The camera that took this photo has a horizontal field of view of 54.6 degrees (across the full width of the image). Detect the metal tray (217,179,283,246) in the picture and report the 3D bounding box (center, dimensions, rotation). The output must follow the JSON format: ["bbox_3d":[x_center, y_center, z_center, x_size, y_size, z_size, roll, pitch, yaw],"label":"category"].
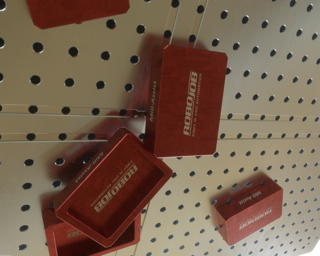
[{"bbox_3d":[0.178,0.166,0.606,0.131,0.030,0.090,-24,127,-14],"label":"metal tray"}]

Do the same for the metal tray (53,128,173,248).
[{"bbox_3d":[-0.057,0.076,0.396,0.130,0.030,0.090,-48,118,-7],"label":"metal tray"}]

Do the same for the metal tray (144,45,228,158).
[{"bbox_3d":[0.032,-0.031,0.382,0.091,0.030,0.129,0,101,-29],"label":"metal tray"}]

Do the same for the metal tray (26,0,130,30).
[{"bbox_3d":[-0.081,-0.160,0.264,0.091,0.030,0.129,-19,126,-18],"label":"metal tray"}]

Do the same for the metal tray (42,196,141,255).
[{"bbox_3d":[-0.093,0.144,0.444,0.131,0.030,0.089,-10,123,-23],"label":"metal tray"}]
